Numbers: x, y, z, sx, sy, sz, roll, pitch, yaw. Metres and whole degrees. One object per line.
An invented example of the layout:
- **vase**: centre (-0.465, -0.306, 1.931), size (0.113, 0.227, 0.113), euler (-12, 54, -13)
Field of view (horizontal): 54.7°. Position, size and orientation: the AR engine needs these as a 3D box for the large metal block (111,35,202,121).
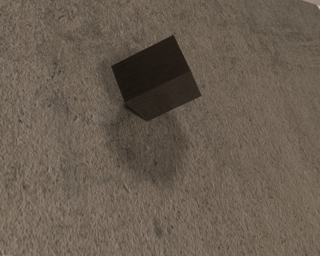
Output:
- **large metal block**: centre (-0.001, -0.057, 0.383), size (0.080, 0.080, 0.050), euler (-25, 70, 8)
